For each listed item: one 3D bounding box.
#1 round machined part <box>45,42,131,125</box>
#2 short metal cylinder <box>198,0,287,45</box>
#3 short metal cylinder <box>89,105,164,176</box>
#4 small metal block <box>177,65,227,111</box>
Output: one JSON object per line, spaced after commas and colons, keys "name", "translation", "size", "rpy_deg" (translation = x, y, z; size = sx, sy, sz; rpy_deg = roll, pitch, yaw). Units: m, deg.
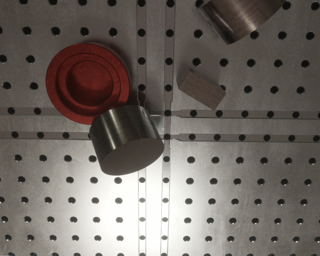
{"name": "round machined part", "translation": [-0.085, -0.056, 0.382], "size": [0.099, 0.042, 0.097], "rpy_deg": [0, 110, -1]}
{"name": "short metal cylinder", "translation": [0.088, -0.137, 0.335], "size": [0.080, 0.080, 0.050], "rpy_deg": [-40, 106, 13]}
{"name": "short metal cylinder", "translation": [-0.041, 0.017, 0.384], "size": [0.081, 0.050, 0.080], "rpy_deg": [-19, 149, -11]}
{"name": "small metal block", "translation": [0.049, -0.051, 0.382], "size": [0.050, 0.050, 0.025], "rpy_deg": [30, 107, -11]}
